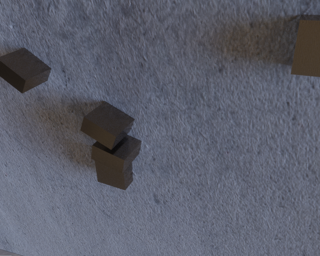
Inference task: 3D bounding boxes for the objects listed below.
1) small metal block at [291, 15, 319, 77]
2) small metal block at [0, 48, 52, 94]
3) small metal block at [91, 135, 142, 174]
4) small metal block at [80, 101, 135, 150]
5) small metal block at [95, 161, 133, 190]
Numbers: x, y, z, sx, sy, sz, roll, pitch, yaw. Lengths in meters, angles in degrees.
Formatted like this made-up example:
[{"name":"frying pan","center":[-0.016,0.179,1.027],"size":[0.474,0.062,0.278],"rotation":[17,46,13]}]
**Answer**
[{"name":"small metal block","center":[0.151,-0.074,0.281],"size":[0.050,0.025,0.050],"rotation":[10,123,22]},{"name":"small metal block","center":[-0.194,-0.082,0.439],"size":[0.050,0.050,0.025],"rotation":[38,129,2]},{"name":"small metal block","center":[-0.061,0.031,0.440],"size":[0.050,0.050,0.025],"rotation":[23,127,13]},{"name":"small metal block","center":[-0.071,-0.005,0.423],"size":[0.050,0.050,0.025],"rotation":[31,128,7]},{"name":"small metal block","center":[-0.071,0.064,0.482],"size":[0.050,0.025,0.050],"rotation":[13,124,20]}]
